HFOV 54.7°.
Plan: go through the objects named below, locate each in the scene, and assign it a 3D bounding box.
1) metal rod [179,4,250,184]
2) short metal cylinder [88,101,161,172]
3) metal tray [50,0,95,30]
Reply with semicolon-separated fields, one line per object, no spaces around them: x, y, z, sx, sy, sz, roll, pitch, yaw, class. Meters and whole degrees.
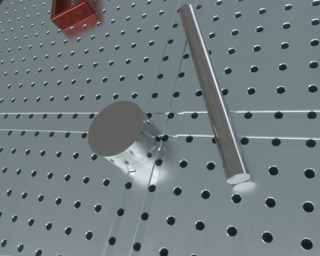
0.064;-0.067;0.415;0.025;0.025;0.299;-21;54;16;metal rod
-0.046;0.011;0.408;0.080;0.050;0.080;-13;56;20;short metal cylinder
-0.188;-0.281;0.672;0.090;0.030;0.130;-20;54;16;metal tray
